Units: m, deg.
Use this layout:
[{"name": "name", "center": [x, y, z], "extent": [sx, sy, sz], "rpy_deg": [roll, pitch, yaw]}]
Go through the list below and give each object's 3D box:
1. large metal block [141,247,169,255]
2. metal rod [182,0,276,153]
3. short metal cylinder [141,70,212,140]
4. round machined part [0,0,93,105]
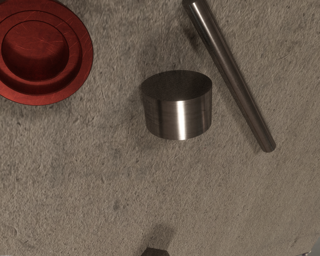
[{"name": "large metal block", "center": [-0.011, 0.269, 0.534], "extent": [0.050, 0.080, 0.080], "rpy_deg": [29, 102, -38]}, {"name": "metal rod", "center": [0.111, -0.055, 0.435], "extent": [0.025, 0.025, 0.300], "rpy_deg": [-41, 130, 0]}, {"name": "short metal cylinder", "center": [0.021, -0.029, 0.366], "extent": [0.081, 0.080, 0.050], "rpy_deg": [-18, 126, -19]}, {"name": "round machined part", "center": [-0.116, -0.073, 0.288], "extent": [0.099, 0.042, 0.097], "rpy_deg": [-14, 125, -21]}]
